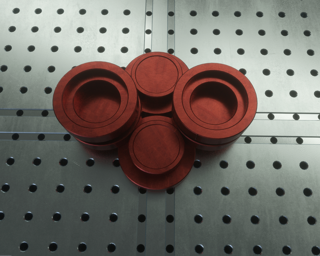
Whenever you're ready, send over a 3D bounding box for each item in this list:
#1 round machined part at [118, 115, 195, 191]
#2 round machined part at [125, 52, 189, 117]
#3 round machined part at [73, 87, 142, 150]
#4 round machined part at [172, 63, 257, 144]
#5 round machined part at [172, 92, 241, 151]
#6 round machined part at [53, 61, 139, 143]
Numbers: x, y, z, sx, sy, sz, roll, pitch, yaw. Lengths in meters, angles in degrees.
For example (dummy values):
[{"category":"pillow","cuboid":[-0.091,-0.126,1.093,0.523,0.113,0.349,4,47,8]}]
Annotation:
[{"category":"round machined part","cuboid":[-0.004,0.029,0.392,0.099,0.042,0.098,0,70,0]},{"category":"round machined part","cuboid":[-0.004,-0.064,0.426,0.099,0.042,0.098,0,70,0]},{"category":"round machined part","cuboid":[-0.072,-0.017,0.408,0.099,0.042,0.098,0,70,0]},{"category":"round machined part","cuboid":[0.064,-0.026,0.378,0.099,0.042,0.098,0,70,0]},{"category":"round machined part","cuboid":[0.064,-0.017,0.409,0.099,0.042,0.098,0,70,0]},{"category":"round machined part","cuboid":[-0.075,-0.028,0.378,0.099,0.042,0.098,0,70,0]}]
